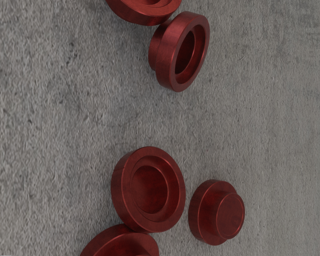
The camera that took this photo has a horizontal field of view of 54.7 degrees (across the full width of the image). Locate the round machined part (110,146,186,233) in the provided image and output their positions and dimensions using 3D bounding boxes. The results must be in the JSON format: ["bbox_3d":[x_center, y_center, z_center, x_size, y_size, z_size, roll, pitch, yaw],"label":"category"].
[{"bbox_3d":[-0.018,0.074,0.367,0.099,0.042,0.098,20,60,-39],"label":"round machined part"}]

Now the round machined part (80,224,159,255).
[{"bbox_3d":[-0.041,0.161,0.345,0.099,0.042,0.097,-11,111,-32],"label":"round machined part"}]

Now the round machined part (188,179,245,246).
[{"bbox_3d":[0.092,0.130,0.471,0.099,0.042,0.097,0,90,-40],"label":"round machined part"}]

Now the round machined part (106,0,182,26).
[{"bbox_3d":[-0.026,-0.162,0.359,0.099,0.042,0.098,8,72,-27],"label":"round machined part"}]

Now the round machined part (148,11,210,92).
[{"bbox_3d":[0.021,-0.098,0.392,0.098,0.042,0.097,-47,151,-36],"label":"round machined part"}]
